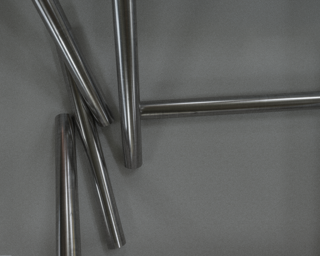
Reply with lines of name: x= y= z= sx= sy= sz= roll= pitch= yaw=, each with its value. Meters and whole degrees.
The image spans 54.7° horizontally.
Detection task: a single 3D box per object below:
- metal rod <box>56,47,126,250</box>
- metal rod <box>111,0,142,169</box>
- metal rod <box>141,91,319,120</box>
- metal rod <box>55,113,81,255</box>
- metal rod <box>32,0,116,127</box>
metal rod: x=-0.094 y=0.011 z=0.410 sx=0.025 sy=0.025 sz=0.298 roll=-14 pitch=90 yaw=0
metal rod: x=-0.037 y=-0.084 z=0.343 sx=0.025 sy=0.025 sz=0.298 roll=-1 pitch=118 yaw=0
metal rod: x=0.118 y=-0.032 z=0.412 sx=0.302 sy=0.025 sz=0.025 roll=-3 pitch=90 yaw=-1
metal rod: x=-0.099 y=0.111 z=0.333 sx=0.025 sy=0.025 sz=0.299 roll=-12 pitch=58 yaw=0
metal rod: x=-0.117 y=-0.125 z=0.330 sx=0.025 sy=0.025 sz=0.299 roll=-22 pitch=124 yaw=0
